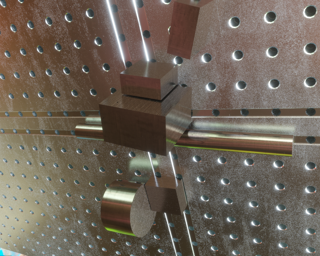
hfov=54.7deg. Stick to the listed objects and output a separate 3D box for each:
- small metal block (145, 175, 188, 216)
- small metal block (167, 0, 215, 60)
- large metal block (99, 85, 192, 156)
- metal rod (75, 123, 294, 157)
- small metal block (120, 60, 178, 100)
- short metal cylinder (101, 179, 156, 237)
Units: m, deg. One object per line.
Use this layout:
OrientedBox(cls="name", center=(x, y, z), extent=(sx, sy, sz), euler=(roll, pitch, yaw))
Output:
OrientedBox(cls="small metal block", center=(0.010, 0.101, 0.467), extent=(0.050, 0.025, 0.050), euler=(1, 119, 27))
OrientedBox(cls="small metal block", center=(0.032, -0.103, 0.314), extent=(0.025, 0.050, 0.050), euler=(20, 126, 16))
OrientedBox(cls="large metal block", center=(-0.014, -0.017, 0.371), extent=(0.080, 0.080, 0.050), euler=(12, 123, 21))
OrientedBox(cls="metal rod", center=(0.013, 0.012, 0.410), extent=(0.301, 0.025, 0.025), euler=(3, 120, 26))
OrientedBox(cls="small metal block", center=(-0.012, -0.058, 0.364), extent=(0.050, 0.050, 0.025), euler=(11, 123, 21))
OrientedBox(cls="short metal cylinder", center=(-0.045, 0.121, 0.473), extent=(0.050, 0.080, 0.079), euler=(2, 119, 27))
